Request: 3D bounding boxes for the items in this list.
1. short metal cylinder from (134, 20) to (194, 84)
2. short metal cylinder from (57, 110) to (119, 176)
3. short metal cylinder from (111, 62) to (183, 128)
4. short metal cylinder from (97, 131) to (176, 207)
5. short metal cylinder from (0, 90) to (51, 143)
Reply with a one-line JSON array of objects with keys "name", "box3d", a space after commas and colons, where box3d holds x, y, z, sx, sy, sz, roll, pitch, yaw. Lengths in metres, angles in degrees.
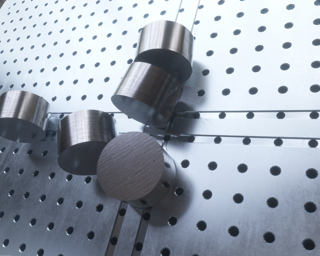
[{"name": "short metal cylinder", "box3d": [0.006, -0.102, 0.432, 0.080, 0.080, 0.050, -7, 59, 25]}, {"name": "short metal cylinder", "box3d": [-0.093, 0.021, 0.409, 0.080, 0.080, 0.050, -25, 53, 13]}, {"name": "short metal cylinder", "box3d": [-0.017, -0.042, 0.407, 0.080, 0.080, 0.050, 13, 69, 33]}, {"name": "short metal cylinder", "box3d": [-0.027, 0.050, 0.366, 0.080, 0.050, 0.080, -7, 66, 15]}, {"name": "short metal cylinder", "box3d": [-0.222, -0.016, 0.500, 0.080, 0.080, 0.050, -13, 57, 21]}]
